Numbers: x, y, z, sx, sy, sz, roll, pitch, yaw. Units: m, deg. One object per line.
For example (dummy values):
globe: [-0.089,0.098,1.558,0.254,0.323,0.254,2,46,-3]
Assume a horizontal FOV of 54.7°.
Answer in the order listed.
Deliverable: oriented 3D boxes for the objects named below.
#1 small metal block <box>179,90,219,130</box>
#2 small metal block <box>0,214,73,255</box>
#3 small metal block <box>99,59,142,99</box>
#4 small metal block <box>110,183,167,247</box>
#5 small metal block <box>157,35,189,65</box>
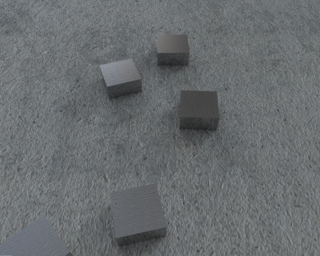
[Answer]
small metal block: [0.053,-0.025,0.424,0.050,0.025,0.050,2,50,2]
small metal block: [-0.119,0.122,0.300,0.050,0.025,0.050,-35,58,-26]
small metal block: [-0.059,-0.074,0.465,0.050,0.025,0.050,-15,52,-13]
small metal block: [-0.023,0.091,0.326,0.050,0.025,0.050,-10,51,-9]
small metal block: [0.021,-0.129,0.512,0.050,0.025,0.050,0,50,-1]
